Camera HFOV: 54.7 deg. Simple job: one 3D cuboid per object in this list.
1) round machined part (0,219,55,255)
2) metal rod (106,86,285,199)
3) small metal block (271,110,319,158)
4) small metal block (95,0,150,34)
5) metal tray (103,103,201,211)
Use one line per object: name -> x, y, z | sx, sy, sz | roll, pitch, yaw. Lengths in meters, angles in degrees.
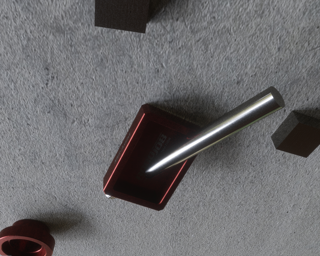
round machined part -> -0.242, 0.204, 0.566 | 0.099, 0.042, 0.097 | -1, 130, 0
metal rod -> 0.020, 0.035, 0.402 | 0.025, 0.025, 0.299 | 34, 133, -26
small metal block -> 0.189, 0.009, 0.418 | 0.050, 0.025, 0.050 | 16, 128, -14
small metal block -> -0.036, -0.124, 0.301 | 0.050, 0.025, 0.050 | 6, 130, -6
metal tray -> -0.009, 0.043, 0.414 | 0.091, 0.030, 0.129 | 23, 109, -19
